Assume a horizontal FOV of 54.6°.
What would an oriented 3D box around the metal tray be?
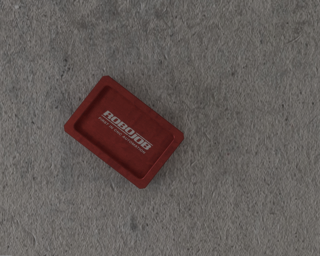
[{"bbox_3d":[-0.045,0.005,0.407,0.130,0.030,0.090,38,90,0],"label":"metal tray"}]
